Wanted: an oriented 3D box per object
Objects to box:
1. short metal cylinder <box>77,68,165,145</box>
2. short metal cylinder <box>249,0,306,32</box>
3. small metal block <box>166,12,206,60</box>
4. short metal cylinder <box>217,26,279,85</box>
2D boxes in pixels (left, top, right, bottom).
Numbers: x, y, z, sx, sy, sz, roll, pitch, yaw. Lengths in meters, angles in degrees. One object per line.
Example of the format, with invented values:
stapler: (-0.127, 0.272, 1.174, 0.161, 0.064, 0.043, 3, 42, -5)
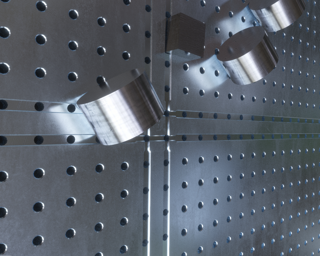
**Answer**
short metal cylinder: (-0.042, -0.025, 0.338, 0.080, 0.080, 0.050, -41, 115, -32)
short metal cylinder: (0.205, -0.216, 0.545, 0.050, 0.080, 0.080, 44, 64, -32)
small metal block: (0.037, -0.128, 0.440, 0.050, 0.025, 0.050, 7, 86, -40)
short metal cylinder: (0.137, -0.114, 0.488, 0.050, 0.080, 0.080, 48, 61, -30)
